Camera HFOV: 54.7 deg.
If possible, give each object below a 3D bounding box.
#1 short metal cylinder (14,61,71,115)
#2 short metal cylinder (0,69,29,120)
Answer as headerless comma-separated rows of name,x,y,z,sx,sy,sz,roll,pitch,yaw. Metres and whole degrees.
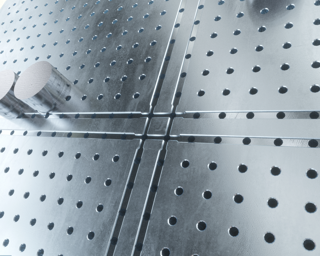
short metal cylinder,-0.205,-0.070,0.543,0.080,0.050,0.080,-13,56,21
short metal cylinder,-0.284,-0.062,0.580,0.080,0.050,0.080,-13,56,21
